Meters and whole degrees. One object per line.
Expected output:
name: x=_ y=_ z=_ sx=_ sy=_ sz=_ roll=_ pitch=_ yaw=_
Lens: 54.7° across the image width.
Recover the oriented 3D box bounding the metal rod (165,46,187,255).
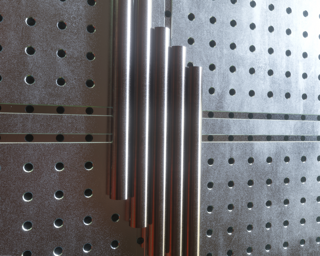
metal rod: x=0.021 y=0.040 z=0.421 sx=0.025 sy=0.025 sz=0.298 roll=1 pitch=90 yaw=-20

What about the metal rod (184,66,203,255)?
metal rod: x=0.045 y=0.066 z=0.430 sx=0.025 sy=0.025 sz=0.298 roll=1 pitch=90 yaw=-20

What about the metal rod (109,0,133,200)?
metal rod: x=-0.049 y=-0.060 z=0.395 sx=0.025 sy=0.025 sz=0.298 roll=1 pitch=90 yaw=-20

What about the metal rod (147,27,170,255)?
metal rod: x=-0.002 y=0.018 z=0.412 sx=0.025 sy=0.025 sz=0.298 roll=1 pitch=90 yaw=-20

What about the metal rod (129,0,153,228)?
metal rod: x=-0.025 y=-0.023 z=0.403 sx=0.025 sy=0.025 sz=0.298 roll=1 pitch=90 yaw=-20
